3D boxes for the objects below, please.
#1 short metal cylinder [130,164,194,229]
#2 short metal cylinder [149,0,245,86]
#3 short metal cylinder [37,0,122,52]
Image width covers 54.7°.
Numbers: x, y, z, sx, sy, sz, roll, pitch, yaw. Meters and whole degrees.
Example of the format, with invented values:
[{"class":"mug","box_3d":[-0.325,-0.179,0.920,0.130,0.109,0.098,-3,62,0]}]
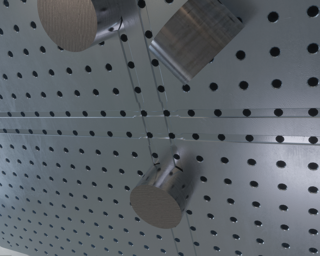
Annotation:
[{"class":"short metal cylinder","box_3d":[0.003,0.100,0.455,0.080,0.050,0.079,13,124,21]},{"class":"short metal cylinder","box_3d":[0.035,-0.087,0.303,0.050,0.080,0.080,45,129,-3]},{"class":"short metal cylinder","box_3d":[-0.093,-0.135,0.361,0.080,0.050,0.079,13,124,21]}]
